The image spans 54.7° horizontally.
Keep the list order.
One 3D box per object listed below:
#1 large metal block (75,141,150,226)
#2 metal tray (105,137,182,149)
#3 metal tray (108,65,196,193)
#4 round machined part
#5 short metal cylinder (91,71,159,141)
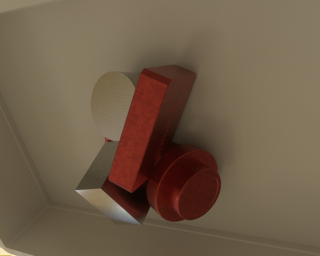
[{"bbox_3d":[-0.049,0.071,0.410,0.050,0.080,0.080,-13,128,39],"label":"large metal block"},{"bbox_3d":[-0.014,0.057,0.443,0.130,0.030,0.089,16,125,18],"label":"metal tray"},{"bbox_3d":[-0.007,-0.003,0.345,0.030,0.090,0.129,26,112,16],"label":"metal tray"},{"bbox_3d":[0.036,0.073,0.380,0.042,0.099,0.097,29,136,49],"label":"round machined part"},{"bbox_3d":[-0.037,-0.027,0.373,0.080,0.050,0.079,5,99,38],"label":"short metal cylinder"}]
